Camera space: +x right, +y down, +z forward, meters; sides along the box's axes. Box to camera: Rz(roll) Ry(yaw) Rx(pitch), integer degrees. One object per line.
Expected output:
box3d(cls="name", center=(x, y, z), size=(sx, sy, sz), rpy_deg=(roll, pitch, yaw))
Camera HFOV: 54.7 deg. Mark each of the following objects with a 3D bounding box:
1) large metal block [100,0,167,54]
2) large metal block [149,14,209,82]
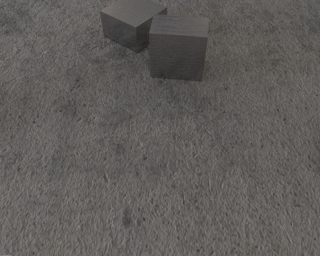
box3d(cls="large metal block", center=(-0.044, -0.185, 0.542), size=(0.080, 0.050, 0.080), rpy_deg=(32, 57, 23))
box3d(cls="large metal block", center=(0.028, -0.120, 0.468), size=(0.080, 0.080, 0.050), rpy_deg=(5, 50, 4))
